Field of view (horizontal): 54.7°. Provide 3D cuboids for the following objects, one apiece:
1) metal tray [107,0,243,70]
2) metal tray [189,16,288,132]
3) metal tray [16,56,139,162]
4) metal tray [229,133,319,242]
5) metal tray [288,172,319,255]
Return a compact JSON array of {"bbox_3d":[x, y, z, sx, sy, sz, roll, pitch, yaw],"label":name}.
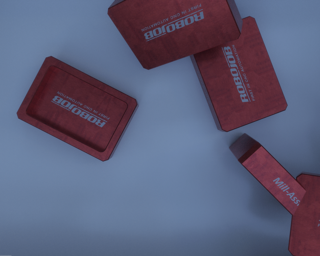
[{"bbox_3d":[0.017,-0.127,0.356,0.130,0.030,0.090,-13,129,31],"label":"metal tray"},{"bbox_3d":[0.100,-0.069,0.410,0.090,0.030,0.129,-21,90,-1],"label":"metal tray"},{"bbox_3d":[-0.105,-0.024,0.407,0.130,0.030,0.090,27,90,-1],"label":"metal tray"},{"bbox_3d":[0.145,0.067,0.379,0.130,0.090,0.030,45,98,-1],"label":"metal tray"},{"bbox_3d":[0.209,0.101,0.322,0.130,0.030,0.089,6,89,26],"label":"metal tray"}]
